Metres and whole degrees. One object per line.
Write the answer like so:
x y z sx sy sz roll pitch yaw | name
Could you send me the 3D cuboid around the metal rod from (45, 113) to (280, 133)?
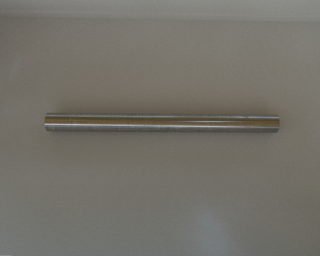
0.003 -0.007 0.410 0.302 0.025 0.025 0 70 -1 | metal rod
